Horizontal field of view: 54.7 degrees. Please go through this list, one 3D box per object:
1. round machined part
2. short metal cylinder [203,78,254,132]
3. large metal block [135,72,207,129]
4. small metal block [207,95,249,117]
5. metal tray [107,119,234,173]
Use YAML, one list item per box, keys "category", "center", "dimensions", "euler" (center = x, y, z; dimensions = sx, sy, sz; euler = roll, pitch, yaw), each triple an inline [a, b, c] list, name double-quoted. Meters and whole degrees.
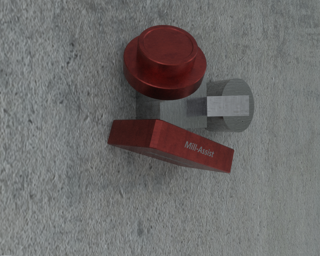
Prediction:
- category: "round machined part"
  center: [0.007, -0.083, 0.363]
  dimensions: [0.098, 0.098, 0.042]
  euler: [-44, 161, -31]
- category: "short metal cylinder"
  center: [0.099, -0.033, 0.474]
  dimensions: [0.081, 0.050, 0.080]
  euler: [0, 90, -40]
- category: "large metal block"
  center: [0.015, -0.039, 0.403]
  dimensions: [0.081, 0.050, 0.079]
  euler: [-2, 92, -40]
- category: "small metal block"
  center: [0.087, -0.029, 0.403]
  dimensions: [0.050, 0.050, 0.025]
  euler: [-30, 119, -80]
- category: "metal tray"
  center: [0.015, 0.023, 0.376]
  dimensions: [0.131, 0.090, 0.030]
  euler: [21, 77, -38]
